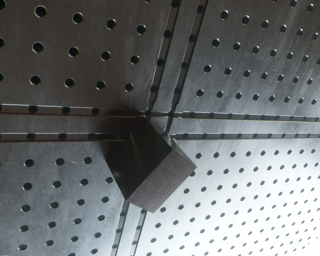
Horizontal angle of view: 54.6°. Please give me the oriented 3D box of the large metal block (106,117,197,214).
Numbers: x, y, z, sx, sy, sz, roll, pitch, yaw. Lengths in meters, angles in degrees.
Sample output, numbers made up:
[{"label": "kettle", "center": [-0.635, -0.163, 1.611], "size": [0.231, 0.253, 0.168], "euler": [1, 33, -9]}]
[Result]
[{"label": "large metal block", "center": [-0.014, 0.046, 0.396], "size": [0.080, 0.080, 0.050], "euler": [-48, 129, 5]}]
